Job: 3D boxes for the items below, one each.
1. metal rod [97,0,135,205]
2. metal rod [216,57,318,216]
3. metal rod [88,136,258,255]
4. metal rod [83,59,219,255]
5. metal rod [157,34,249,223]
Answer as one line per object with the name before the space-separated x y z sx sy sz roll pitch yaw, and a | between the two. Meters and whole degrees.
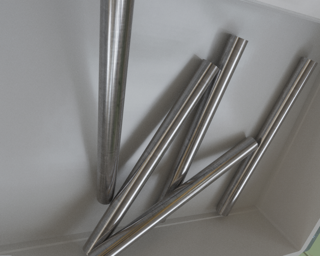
metal rod | -0.052 -0.006 0.322 0.025 0.025 0.298 -12 141 -22
metal rod | 0.171 0.025 0.520 0.025 0.025 0.298 11 113 -33
metal rod | 0.033 0.098 0.452 0.302 0.025 0.025 -32 130 -22
metal rod | -0.015 0.044 0.410 0.025 0.025 0.299 28 97 -38
metal rod | 0.049 0.014 0.446 0.025 0.025 0.298 8 114 -32
